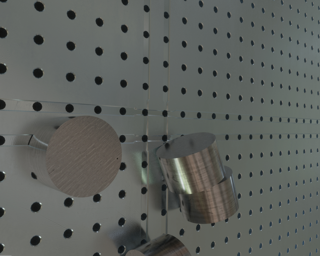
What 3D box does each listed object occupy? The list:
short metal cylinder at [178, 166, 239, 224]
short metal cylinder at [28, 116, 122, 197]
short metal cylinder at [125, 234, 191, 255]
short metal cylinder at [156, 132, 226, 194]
[{"bbox_3d":[0.065,0.089,0.430,0.081,0.080,0.050,-22,105,-38],"label":"short metal cylinder"},{"bbox_3d":[-0.087,0.027,0.321,0.081,0.050,0.079,0,90,-40],"label":"short metal cylinder"},{"bbox_3d":[0.000,0.177,0.376,0.050,0.080,0.079,-11,97,-40],"label":"short metal cylinder"},{"bbox_3d":[0.041,0.045,0.410,0.081,0.080,0.050,-29,109,-36],"label":"short metal cylinder"}]
